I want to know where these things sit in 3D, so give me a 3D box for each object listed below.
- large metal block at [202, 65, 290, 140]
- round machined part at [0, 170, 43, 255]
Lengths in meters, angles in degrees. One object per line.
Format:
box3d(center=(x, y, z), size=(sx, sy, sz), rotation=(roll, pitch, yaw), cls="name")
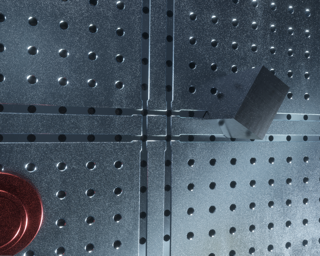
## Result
box3d(center=(0.115, -0.032, 0.426), size=(0.050, 0.080, 0.080), rotation=(34, 79, -17), cls="large metal block")
box3d(center=(-0.181, 0.097, 0.337), size=(0.099, 0.042, 0.097), rotation=(0, 90, -20), cls="round machined part")
